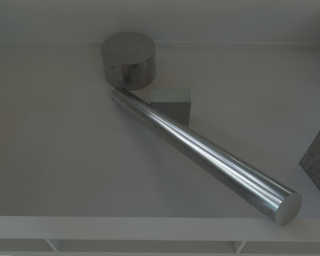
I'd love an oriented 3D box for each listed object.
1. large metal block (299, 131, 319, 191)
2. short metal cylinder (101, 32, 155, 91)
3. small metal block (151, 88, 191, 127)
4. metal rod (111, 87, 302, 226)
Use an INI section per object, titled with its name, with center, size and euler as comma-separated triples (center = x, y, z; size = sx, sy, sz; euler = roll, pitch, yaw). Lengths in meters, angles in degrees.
[large metal block]
center = 0.220, 0.027, 0.349
size = 0.081, 0.080, 0.050
euler = -14, 52, -12
[short metal cylinder]
center = -0.047, -0.103, 0.475
size = 0.081, 0.050, 0.080
euler = 0, 50, 0
[small metal block]
center = 0.013, -0.026, 0.411
size = 0.050, 0.050, 0.025
euler = 0, 50, -1
[metal rod]
center = 0.013, 0.003, 0.325
size = 0.025, 0.025, 0.300
euler = -25, 31, -20
